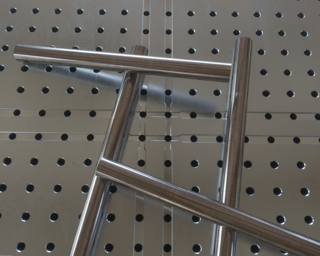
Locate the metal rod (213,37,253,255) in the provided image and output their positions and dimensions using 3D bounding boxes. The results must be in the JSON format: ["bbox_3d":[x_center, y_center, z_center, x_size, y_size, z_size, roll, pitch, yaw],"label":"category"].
[{"bbox_3d":[0.099,0.011,0.408,0.025,0.025,0.299,9,70,3],"label":"metal rod"}]

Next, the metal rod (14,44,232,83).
[{"bbox_3d":[-0.058,-0.089,0.418,0.301,0.025,0.025,8,70,12],"label":"metal rod"}]

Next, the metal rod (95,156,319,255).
[{"bbox_3d":[0.070,0.097,0.349,0.301,0.025,0.025,20,71,7],"label":"metal rod"}]

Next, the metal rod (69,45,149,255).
[{"bbox_3d":[-0.062,0.023,0.402,0.025,0.025,0.299,12,70,4],"label":"metal rod"}]
